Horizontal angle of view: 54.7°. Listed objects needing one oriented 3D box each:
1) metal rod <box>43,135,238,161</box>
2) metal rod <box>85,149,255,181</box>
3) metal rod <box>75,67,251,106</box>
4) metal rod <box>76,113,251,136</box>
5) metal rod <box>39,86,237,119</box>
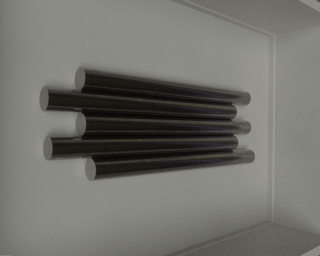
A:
[{"bbox_3d":[0.002,0.022,0.409,0.302,0.025,0.025,1,90,-40],"label":"metal rod"},{"bbox_3d":[0.039,0.048,0.440,0.302,0.025,0.025,1,90,-40],"label":"metal rod"},{"bbox_3d":[0.029,-0.052,0.431,0.302,0.025,0.025,1,90,-40],"label":"metal rod"},{"bbox_3d":[0.030,-0.002,0.432,0.302,0.025,0.025,1,90,-40],"label":"metal rod"},{"bbox_3d":[0.000,-0.027,0.406,0.302,0.025,0.025,1,90,-40],"label":"metal rod"}]
